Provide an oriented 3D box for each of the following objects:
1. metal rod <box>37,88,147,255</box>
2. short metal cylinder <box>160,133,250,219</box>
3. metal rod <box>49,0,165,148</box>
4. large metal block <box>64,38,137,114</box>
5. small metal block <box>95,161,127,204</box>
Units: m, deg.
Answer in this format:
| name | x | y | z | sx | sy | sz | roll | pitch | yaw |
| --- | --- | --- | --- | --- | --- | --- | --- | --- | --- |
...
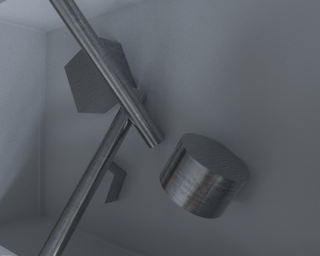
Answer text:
| name | x | y | z | sx | sy | sz | roll | pitch | yaw |
| --- | --- | --- | --- | --- | --- | --- | --- | --- | --- |
| metal rod | -0.096 | 0.080 | 0.395 | 0.025 | 0.025 | 0.300 | 16 | 72 | 38 |
| short metal cylinder | 0.047 | 0.049 | 0.331 | 0.080 | 0.081 | 0.050 | 42 | 116 | 31 |
| metal rod | -0.085 | -0.103 | 0.381 | 0.025 | 0.025 | 0.299 | -25 | 105 | 37 |
| large metal block | -0.090 | -0.076 | 0.463 | 0.080 | 0.050 | 0.080 | -32 | 70 | 35 |
| small metal block | -0.083 | 0.078 | 0.473 | 0.050 | 0.025 | 0.050 | 32 | 110 | 35 |
